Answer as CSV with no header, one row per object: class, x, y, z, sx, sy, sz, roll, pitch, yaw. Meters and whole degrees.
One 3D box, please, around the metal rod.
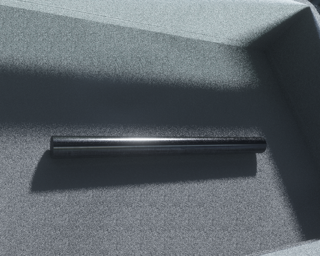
metal rod,0.019,0.023,0.400,0.302,0.025,0.025,1,61,-28
